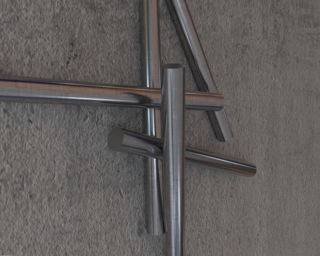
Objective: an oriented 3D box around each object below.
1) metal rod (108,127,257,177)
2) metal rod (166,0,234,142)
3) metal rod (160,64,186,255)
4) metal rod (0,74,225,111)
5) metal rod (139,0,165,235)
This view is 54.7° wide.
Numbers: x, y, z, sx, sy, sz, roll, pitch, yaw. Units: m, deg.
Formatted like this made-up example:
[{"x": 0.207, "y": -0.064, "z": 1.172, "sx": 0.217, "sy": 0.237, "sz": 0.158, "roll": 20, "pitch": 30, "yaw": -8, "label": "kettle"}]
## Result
[{"x": 0.055, "y": 0.042, "z": 0.427, "sx": 0.302, "sy": 0.025, "sz": 0.025, "roll": 17, "pitch": 79, "yaw": -46, "label": "metal rod"}, {"x": 0.048, "y": -0.114, "z": 0.444, "sx": 0.025, "sy": 0.025, "sz": 0.299, "roll": -37, "pitch": 113, "yaw": -34, "label": "metal rod"}, {"x": 0.017, "y": 0.075, "z": 0.367, "sx": 0.025, "sy": 0.025, "sz": 0.298, "roll": -21, "pitch": 120, "yaw": -38, "label": "metal rod"}, {"x": -0.048, "y": -0.035, "z": 0.340, "sx": 0.302, "sy": 0.025, "sz": 0.025, "roll": 0, "pitch": 90, "yaw": -33, "label": "metal rod"}, {"x": -0.009, "y": -0.015, "z": 0.396, "sx": 0.025, "sy": 0.025, "sz": 0.298, "roll": -3, "pitch": 92, "yaw": -40, "label": "metal rod"}]
